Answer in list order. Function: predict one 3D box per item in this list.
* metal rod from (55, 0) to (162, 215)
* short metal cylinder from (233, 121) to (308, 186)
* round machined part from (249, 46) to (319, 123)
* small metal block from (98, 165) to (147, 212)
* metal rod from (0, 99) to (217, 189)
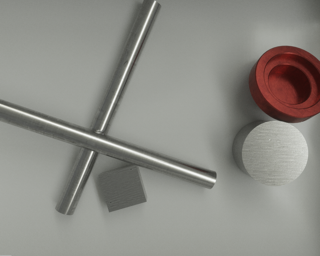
[{"bbox_3d":[-0.068,-0.028,0.410,0.025,0.025,0.299,23,90,-1],"label":"metal rod"},{"bbox_3d":[0.140,0.030,0.400,0.081,0.050,0.079,0,91,0],"label":"short metal cylinder"},{"bbox_3d":[0.160,-0.052,0.395,0.099,0.042,0.098,2,71,-7],"label":"round machined part"},{"bbox_3d":[-0.048,0.078,0.411,0.050,0.025,0.050,-16,90,-1],"label":"small metal block"},{"bbox_3d":[-0.070,0.020,0.386,0.302,0.025,0.025,19,90,-10],"label":"metal rod"}]
